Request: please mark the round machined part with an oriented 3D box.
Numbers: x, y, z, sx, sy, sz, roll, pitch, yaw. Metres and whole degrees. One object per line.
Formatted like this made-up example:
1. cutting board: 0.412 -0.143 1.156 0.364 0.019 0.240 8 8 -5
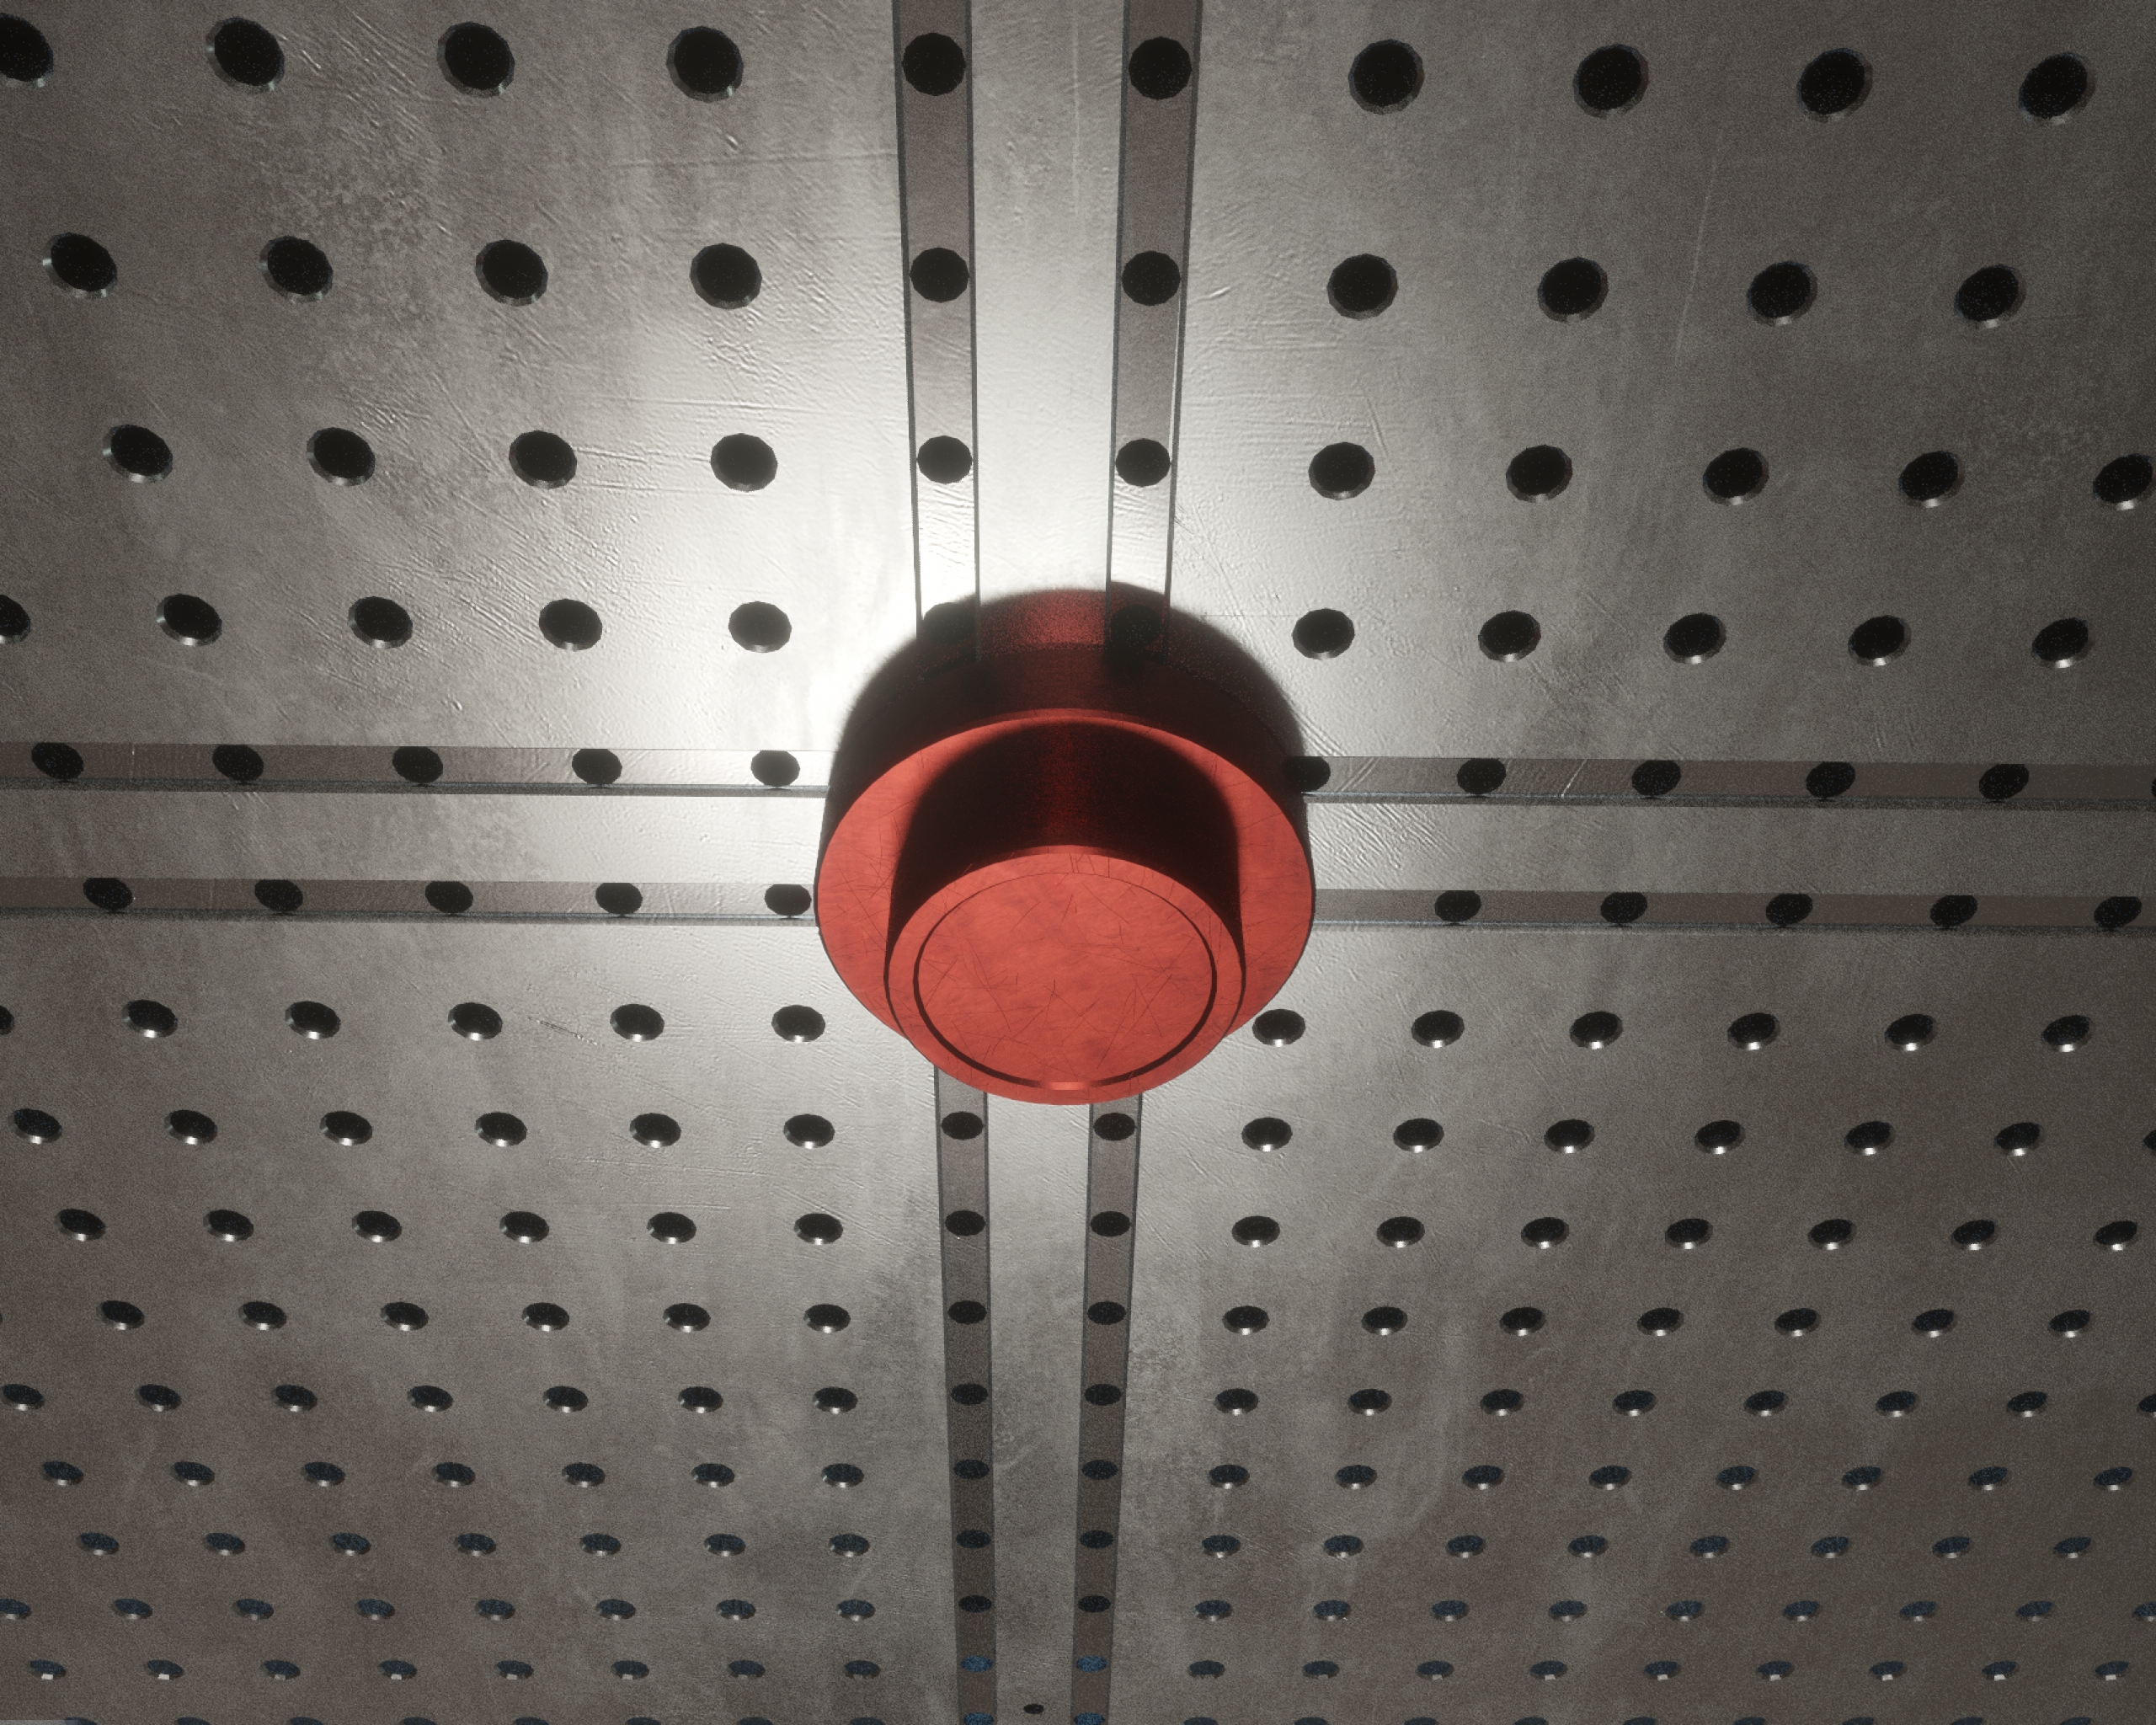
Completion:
1. round machined part: -0.003 0.010 0.408 0.099 0.042 0.097 -1 130 0
